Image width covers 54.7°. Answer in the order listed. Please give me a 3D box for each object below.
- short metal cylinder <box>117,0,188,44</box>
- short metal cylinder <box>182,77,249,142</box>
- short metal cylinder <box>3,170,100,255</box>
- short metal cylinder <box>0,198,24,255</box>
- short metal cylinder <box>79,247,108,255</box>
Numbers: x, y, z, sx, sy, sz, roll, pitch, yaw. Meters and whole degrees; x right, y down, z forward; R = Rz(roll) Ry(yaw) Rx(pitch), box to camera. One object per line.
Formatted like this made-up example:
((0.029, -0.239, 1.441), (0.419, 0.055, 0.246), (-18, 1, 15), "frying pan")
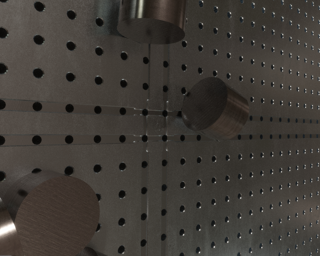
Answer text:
((-0.008, -0.137, 0.368), (0.081, 0.080, 0.050), (9, 85, -40), "short metal cylinder")
((0.078, -0.026, 0.441), (0.050, 0.080, 0.080), (25, 75, -38), "short metal cylinder")
((-0.108, 0.084, 0.304), (0.081, 0.050, 0.079), (0, 90, -40), "short metal cylinder")
((-0.149, 0.100, 0.250), (0.050, 0.080, 0.079), (-18, 102, -39), "short metal cylinder")
((-0.071, 0.170, 0.316), (0.050, 0.080, 0.080), (42, 65, -33), "short metal cylinder")
